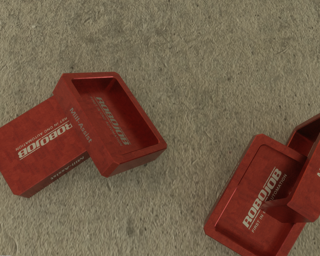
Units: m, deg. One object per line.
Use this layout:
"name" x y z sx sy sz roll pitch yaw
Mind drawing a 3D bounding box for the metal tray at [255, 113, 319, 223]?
"metal tray" 0.164 0.044 0.354 0.030 0.090 0.130 34 71 4

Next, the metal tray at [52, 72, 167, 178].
"metal tray" -0.060 -0.011 0.381 0.091 0.030 0.130 -14 64 -49

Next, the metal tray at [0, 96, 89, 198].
"metal tray" -0.142 0.016 0.398 0.131 0.030 0.090 -35 74 -12

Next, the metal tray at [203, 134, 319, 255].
"metal tray" 0.119 0.082 0.352 0.090 0.030 0.130 29 93 9
